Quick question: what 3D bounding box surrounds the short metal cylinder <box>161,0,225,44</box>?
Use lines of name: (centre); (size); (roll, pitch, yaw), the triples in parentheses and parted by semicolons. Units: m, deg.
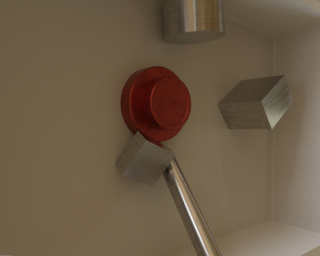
short metal cylinder: (0.044, -0.144, 0.409); (0.081, 0.080, 0.050); (-8, 96, -40)

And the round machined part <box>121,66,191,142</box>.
round machined part: (0.002, -0.031, 0.399); (0.099, 0.042, 0.097); (0, 90, -40)

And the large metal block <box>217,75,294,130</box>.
large metal block: (0.155, -0.041, 0.504); (0.080, 0.080, 0.050); (-42, 116, -32)

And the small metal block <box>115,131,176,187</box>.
small metal block: (-0.018, 0.039, 0.381); (0.050, 0.025, 0.050); (30, 99, -36)

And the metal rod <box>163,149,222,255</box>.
metal rod: (0.058, 0.148, 0.334); (0.025, 0.025, 0.299); (9, 43, -40)
